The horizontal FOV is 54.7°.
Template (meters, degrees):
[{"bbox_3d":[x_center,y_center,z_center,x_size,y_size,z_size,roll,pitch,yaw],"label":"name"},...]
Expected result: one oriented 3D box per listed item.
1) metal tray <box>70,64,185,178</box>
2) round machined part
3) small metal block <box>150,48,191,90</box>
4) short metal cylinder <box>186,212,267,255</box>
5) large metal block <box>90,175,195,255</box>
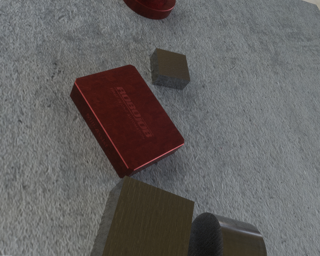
[{"bbox_3d":[-0.040,-0.013,0.388,0.091,0.030,0.130,-25,75,-37],"label":"metal tray"},{"bbox_3d":[-0.016,-0.238,0.531,0.099,0.042,0.098,14,56,-21],"label":"round machined part"},{"bbox_3d":[0.015,-0.088,0.467,0.050,0.025,0.050,8,58,-25],"label":"small metal block"},{"bbox_3d":[0.064,0.134,0.323,0.050,0.080,0.080,19,54,-17],"label":"short metal cylinder"},{"bbox_3d":[-0.017,0.106,0.315,0.080,0.050,0.080,24,53,-14],"label":"large metal block"}]
